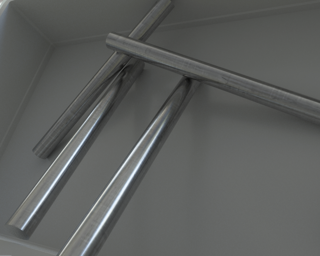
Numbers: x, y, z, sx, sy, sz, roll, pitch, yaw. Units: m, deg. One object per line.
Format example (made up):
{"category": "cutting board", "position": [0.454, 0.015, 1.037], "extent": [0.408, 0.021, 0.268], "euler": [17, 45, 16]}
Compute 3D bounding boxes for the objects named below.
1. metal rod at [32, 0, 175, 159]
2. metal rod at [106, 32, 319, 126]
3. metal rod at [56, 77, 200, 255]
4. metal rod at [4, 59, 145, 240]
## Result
{"category": "metal rod", "position": [-0.087, -0.072, 0.462], "extent": [0.299, 0.025, 0.025], "euler": [-49, 51, 6]}
{"category": "metal rod", "position": [0.057, -0.066, 0.377], "extent": [0.300, 0.025, 0.025], "euler": [25, 75, 24]}
{"category": "metal rod", "position": [-0.008, 0.013, 0.322], "extent": [0.025, 0.025, 0.301], "euler": [1, 37, 28]}
{"category": "metal rod", "position": [-0.082, -0.004, 0.383], "extent": [0.025, 0.025, 0.301], "euler": [-3, 39, 26]}
